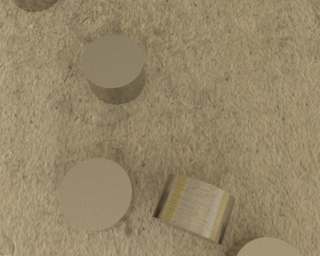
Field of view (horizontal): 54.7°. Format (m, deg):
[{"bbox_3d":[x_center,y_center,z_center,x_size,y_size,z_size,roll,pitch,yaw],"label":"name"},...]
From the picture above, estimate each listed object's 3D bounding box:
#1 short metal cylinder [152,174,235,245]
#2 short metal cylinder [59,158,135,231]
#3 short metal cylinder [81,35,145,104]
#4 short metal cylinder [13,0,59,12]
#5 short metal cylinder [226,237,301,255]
[{"bbox_3d":[0.037,0.091,0.346,0.080,0.080,0.050,21,71,7],"label":"short metal cylinder"},{"bbox_3d":[-0.071,0.080,0.365,0.081,0.050,0.080,0,70,0],"label":"short metal cylinder"},{"bbox_3d":[-0.061,-0.079,0.423,0.081,0.050,0.080,0,70,0],"label":"short metal cylinder"},{"bbox_3d":[-0.198,-0.228,0.476,0.081,0.050,0.080,0,70,0],"label":"short metal cylinder"},{"bbox_3d":[0.113,0.161,0.337,0.081,0.050,0.080,0,70,0],"label":"short metal cylinder"}]
